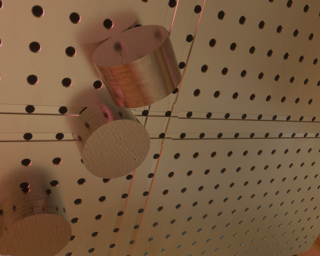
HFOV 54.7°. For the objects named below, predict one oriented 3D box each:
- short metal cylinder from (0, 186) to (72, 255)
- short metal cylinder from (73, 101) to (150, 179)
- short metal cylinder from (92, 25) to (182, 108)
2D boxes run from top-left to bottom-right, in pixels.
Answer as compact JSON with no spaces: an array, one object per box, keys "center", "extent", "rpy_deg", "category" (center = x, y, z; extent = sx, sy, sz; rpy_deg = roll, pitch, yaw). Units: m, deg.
[{"center":[-0.156,0.120,0.385],"extent":[0.081,0.050,0.079],"rpy_deg":[-14,125,-21],"category":"short metal cylinder"},{"center":[-0.059,0.014,0.373],"extent":[0.081,0.050,0.079],"rpy_deg":[-14,124,-21],"category":"short metal cylinder"},{"center":[-0.023,-0.065,0.324],"extent":[0.080,0.080,0.050],"rpy_deg":[-30,129,-10],"category":"short metal cylinder"}]
